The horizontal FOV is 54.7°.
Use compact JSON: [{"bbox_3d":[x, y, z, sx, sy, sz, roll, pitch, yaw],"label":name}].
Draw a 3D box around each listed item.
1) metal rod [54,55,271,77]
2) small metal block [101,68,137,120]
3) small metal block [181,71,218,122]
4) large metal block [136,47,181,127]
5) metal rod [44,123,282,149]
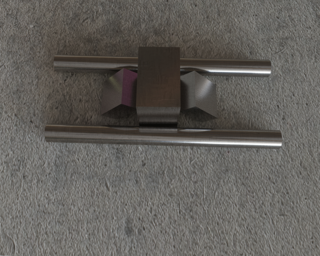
[{"bbox_3d":[0.004,-0.088,0.442,0.302,0.025,0.025,1,70,0],"label":"metal rod"},{"bbox_3d":[-0.053,-0.044,0.410,0.025,0.050,0.050,16,65,-37],"label":"small metal block"},{"bbox_3d":[0.051,-0.040,0.410,0.025,0.050,0.050,-17,64,39],"label":"small metal block"},{"bbox_3d":[-0.002,-0.048,0.400,0.050,0.080,0.080,1,70,0],"label":"large metal block"},{"bbox_3d":[0.004,0.011,0.405,0.302,0.025,0.025,2,70,0],"label":"metal rod"}]
